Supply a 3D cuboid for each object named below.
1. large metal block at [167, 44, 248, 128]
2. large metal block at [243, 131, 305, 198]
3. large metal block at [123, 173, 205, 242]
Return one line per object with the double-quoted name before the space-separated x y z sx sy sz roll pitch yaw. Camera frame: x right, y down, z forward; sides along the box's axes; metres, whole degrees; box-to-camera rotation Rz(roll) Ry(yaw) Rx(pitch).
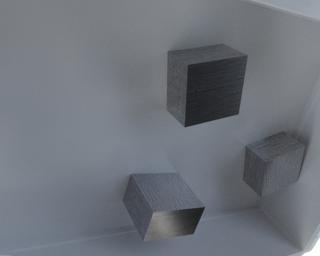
"large metal block" 0.056 -0.055 0.389 0.081 0.050 0.079 -13 124 -21
"large metal block" 0.195 0.062 0.537 0.081 0.050 0.079 -19 126 -18
"large metal block" 0.003 0.108 0.442 0.081 0.080 0.050 3 117 -30
